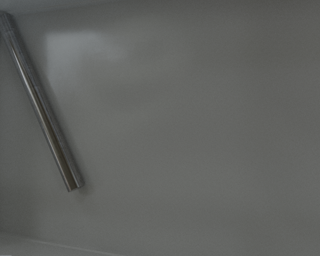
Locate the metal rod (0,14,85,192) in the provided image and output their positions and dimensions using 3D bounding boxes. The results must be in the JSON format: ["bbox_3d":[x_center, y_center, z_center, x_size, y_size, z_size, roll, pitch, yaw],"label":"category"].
[{"bbox_3d":[-0.187,-0.044,0.477,0.025,0.025,0.299,-29,81,18],"label":"metal rod"}]
